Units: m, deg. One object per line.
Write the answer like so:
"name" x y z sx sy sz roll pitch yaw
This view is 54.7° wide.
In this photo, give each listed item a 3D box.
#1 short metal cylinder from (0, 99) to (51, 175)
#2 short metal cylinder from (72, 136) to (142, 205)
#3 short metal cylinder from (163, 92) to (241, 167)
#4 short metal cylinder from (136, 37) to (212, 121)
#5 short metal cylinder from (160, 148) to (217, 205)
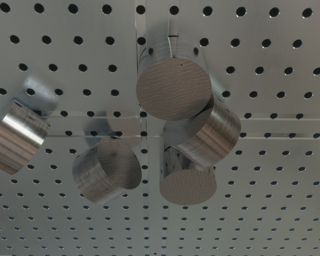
"short metal cylinder" -0.183 0.011 0.383 0.080 0.080 0.050 -34 122 25
"short metal cylinder" -0.071 0.058 0.424 0.050 0.080 0.080 -34 122 25
"short metal cylinder" 0.050 0.000 0.376 0.080 0.080 0.050 -37 121 27
"short metal cylinder" 0.015 -0.055 0.349 0.081 0.050 0.079 0 130 0
"short metal cylinder" 0.040 0.069 0.454 0.081 0.050 0.079 0 130 0
